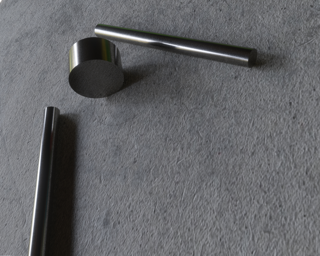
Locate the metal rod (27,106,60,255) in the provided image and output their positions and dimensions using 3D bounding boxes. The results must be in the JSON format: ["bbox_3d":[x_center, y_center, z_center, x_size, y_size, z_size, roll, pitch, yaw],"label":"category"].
[{"bbox_3d":[-0.160,0.095,0.427,0.025,0.025,0.299,-20,54,16],"label":"metal rod"}]

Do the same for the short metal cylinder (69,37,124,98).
[{"bbox_3d":[-0.098,-0.091,0.474,0.080,0.080,0.050,-23,54,14],"label":"short metal cylinder"}]

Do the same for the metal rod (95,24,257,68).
[{"bbox_3d":[0.004,-0.134,0.482,0.300,0.025,0.025,21,73,35],"label":"metal rod"}]
